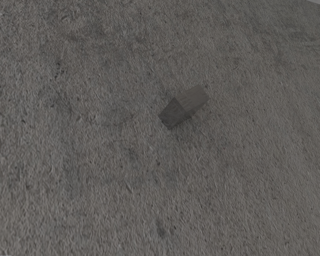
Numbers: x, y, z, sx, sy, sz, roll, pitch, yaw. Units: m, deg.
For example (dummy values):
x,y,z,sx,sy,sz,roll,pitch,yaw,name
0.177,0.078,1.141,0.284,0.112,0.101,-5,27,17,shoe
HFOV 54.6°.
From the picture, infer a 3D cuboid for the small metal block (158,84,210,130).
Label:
x,y,z,sx,sy,sz,roll,pitch,yaw,name
0.032,-0.028,0.422,0.050,0.050,0.025,-30,79,-38,small metal block
